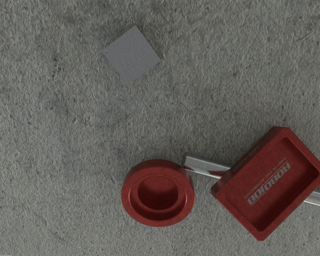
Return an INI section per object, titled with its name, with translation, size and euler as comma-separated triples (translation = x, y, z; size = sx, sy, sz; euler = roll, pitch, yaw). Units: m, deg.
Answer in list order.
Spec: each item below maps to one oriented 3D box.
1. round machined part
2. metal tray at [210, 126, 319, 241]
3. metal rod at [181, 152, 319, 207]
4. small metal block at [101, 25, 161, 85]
[round machined part]
translation = -0.002, 0.085, 0.430
size = 0.099, 0.042, 0.097
euler = 1, 113, 2
[metal tray]
translation = 0.144, 0.072, 0.411
size = 0.130, 0.030, 0.090
euler = -44, 96, -2
[metal rod]
translation = 0.177, 0.086, 0.444
size = 0.302, 0.025, 0.025
euler = 16, 109, -7
[small metal block]
translation = -0.034, -0.089, 0.376
size = 0.050, 0.025, 0.050
euler = -35, 107, 11
